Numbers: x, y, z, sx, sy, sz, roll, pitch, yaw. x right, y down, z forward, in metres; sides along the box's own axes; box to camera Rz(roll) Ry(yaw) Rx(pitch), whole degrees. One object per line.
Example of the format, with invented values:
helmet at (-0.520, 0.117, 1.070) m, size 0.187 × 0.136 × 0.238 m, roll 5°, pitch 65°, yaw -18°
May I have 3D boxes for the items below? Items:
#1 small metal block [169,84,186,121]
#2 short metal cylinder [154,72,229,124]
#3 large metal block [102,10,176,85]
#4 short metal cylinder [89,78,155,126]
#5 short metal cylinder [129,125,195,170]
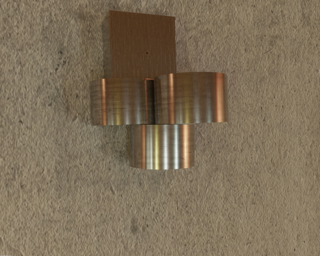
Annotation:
small metal block at (0.014, -0.030, 0.405) m, size 0.025 × 0.050 × 0.050 m, roll 1°, pitch 90°, yaw -20°
short metal cylinder at (0.034, -0.030, 0.341) m, size 0.081 × 0.080 × 0.050 m, roll -2°, pitch 91°, yaw -20°
large metal block at (-0.027, -0.095, 0.388) m, size 0.081 × 0.050 × 0.080 m, roll -2°, pitch 91°, yaw -20°
short metal cylinder at (-0.041, -0.029, 0.366) m, size 0.081 × 0.080 × 0.050 m, roll -2°, pitch 91°, yaw -20°
short metal cylinder at (0.002, 0.021, 0.383) m, size 0.081 × 0.080 × 0.050 m, roll 0°, pitch 90°, yaw -20°
